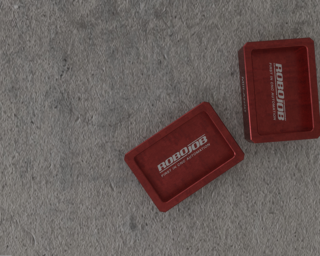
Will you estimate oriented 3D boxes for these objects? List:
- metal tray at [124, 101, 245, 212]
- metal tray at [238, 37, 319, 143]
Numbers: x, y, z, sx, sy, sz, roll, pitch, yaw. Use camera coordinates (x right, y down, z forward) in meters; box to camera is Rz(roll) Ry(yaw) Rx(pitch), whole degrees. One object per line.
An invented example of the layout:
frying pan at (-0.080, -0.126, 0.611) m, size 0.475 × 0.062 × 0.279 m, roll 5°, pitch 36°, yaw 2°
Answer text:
metal tray at (0.031, 0.037, 0.407) m, size 0.130 × 0.030 × 0.090 m, roll -34°, pitch 90°, yaw 0°
metal tray at (0.156, -0.048, 0.408) m, size 0.091 × 0.030 × 0.129 m, roll -5°, pitch 90°, yaw 0°
